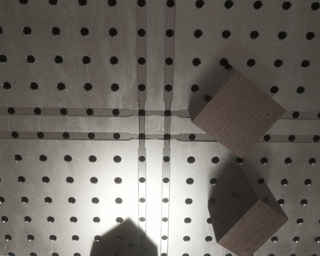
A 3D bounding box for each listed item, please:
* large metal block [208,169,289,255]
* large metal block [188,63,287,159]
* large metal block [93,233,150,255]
[{"bbox_3d":[0.117,0.117,0.429,0.050,0.080,0.080,34,106,-12],"label":"large metal block"},{"bbox_3d":[0.094,-0.022,0.393,0.080,0.050,0.080,36,106,-13],"label":"large metal block"},{"bbox_3d":[-0.059,0.227,0.483,0.080,0.050,0.080,-36,107,12],"label":"large metal block"}]
